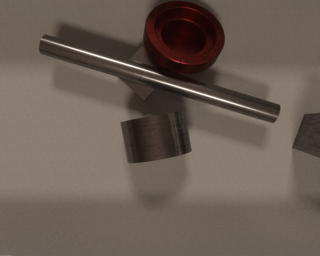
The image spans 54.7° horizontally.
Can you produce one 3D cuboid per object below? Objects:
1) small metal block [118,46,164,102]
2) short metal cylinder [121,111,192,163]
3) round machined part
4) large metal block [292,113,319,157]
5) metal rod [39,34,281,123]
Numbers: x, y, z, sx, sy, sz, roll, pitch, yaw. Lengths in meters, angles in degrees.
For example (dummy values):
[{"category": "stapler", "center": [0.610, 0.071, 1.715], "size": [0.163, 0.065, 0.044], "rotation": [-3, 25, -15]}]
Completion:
[{"category": "small metal block", "center": [-0.022, -0.071, 0.411], "size": [0.050, 0.025, 0.050], "rotation": [43, 90, 0]}, {"category": "short metal cylinder", "center": [-0.005, 0.011, 0.384], "size": [0.080, 0.080, 0.050], "rotation": [-10, 90, 0]}, {"category": "round machined part", "center": [0.028, -0.108, 0.391], "size": [0.099, 0.042, 0.098], "rotation": [4, 65, -9]}, {"category": "large metal block", "center": [0.228, 0.018, 0.387], "size": [0.080, 0.080, 0.050], "rotation": [20, 90, -1]}, {"category": "metal rod", "center": [0.001, -0.061, 0.386], "size": [0.302, 0.025, 0.025], "rotation": [16, 90, -1]}]
